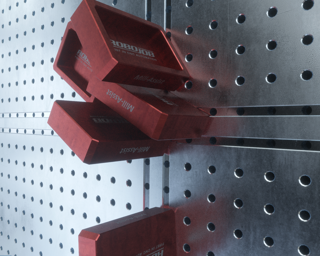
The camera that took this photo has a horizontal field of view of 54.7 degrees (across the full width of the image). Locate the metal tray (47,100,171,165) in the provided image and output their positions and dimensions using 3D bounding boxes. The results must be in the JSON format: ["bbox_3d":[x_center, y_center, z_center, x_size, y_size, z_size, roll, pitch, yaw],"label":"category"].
[{"bbox_3d":[-0.059,0.002,0.387,0.090,0.131,0.030,38,114,33],"label":"metal tray"}]

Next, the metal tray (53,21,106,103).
[{"bbox_3d":[-0.117,-0.105,0.499,0.130,0.030,0.089,41,115,32],"label":"metal tray"}]

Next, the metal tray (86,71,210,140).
[{"bbox_3d":[-0.016,-0.031,0.378,0.130,0.091,0.030,35,111,34],"label":"metal tray"}]

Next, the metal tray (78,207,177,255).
[{"bbox_3d":[-0.032,0.152,0.365,0.030,0.131,0.089,-4,88,40],"label":"metal tray"}]

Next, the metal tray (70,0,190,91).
[{"bbox_3d":[-0.029,-0.093,0.363,0.030,0.131,0.090,-39,66,33],"label":"metal tray"}]
